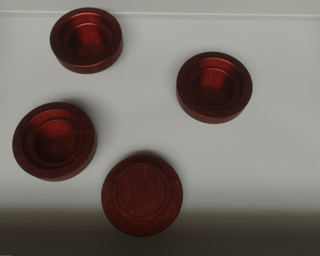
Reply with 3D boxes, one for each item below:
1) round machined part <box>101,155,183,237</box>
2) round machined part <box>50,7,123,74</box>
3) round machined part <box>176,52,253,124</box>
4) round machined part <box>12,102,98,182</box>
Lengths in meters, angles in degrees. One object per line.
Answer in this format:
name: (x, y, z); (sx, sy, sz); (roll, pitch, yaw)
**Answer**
round machined part: (-0.021, 0.079, 0.371); (0.099, 0.042, 0.098); (0, 70, 0)
round machined part: (-0.102, -0.119, 0.443); (0.099, 0.042, 0.098); (0, 70, 0)
round machined part: (0.071, -0.050, 0.419); (0.099, 0.042, 0.098); (0, 70, 0)
round machined part: (-0.128, 0.020, 0.392); (0.099, 0.042, 0.098); (0, 70, 0)
